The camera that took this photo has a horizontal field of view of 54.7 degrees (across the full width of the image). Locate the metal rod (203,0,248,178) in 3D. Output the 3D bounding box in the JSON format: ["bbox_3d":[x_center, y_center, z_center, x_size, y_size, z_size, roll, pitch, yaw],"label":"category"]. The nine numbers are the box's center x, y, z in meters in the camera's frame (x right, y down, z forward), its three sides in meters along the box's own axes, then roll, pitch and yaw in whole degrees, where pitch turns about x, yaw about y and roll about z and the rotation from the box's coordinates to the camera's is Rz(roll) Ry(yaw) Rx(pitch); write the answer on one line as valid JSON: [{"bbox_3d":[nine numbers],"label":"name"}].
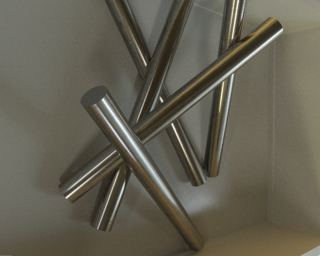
[{"bbox_3d":[0.083,-0.059,0.400,0.025,0.025,0.298,-26,131,-37],"label":"metal rod"}]

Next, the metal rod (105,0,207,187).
[{"bbox_3d":[-0.003,-0.048,0.406,0.025,0.025,0.299,-39,114,-33],"label":"metal rod"}]

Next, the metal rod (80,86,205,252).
[{"bbox_3d":[-0.001,0.071,0.358,0.025,0.025,0.299,-54,137,-26],"label":"metal rod"}]

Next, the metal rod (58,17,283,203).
[{"bbox_3d":[0.017,-0.024,0.344,0.301,0.025,0.025,-39,117,-6],"label":"metal rod"}]

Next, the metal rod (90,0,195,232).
[{"bbox_3d":[-0.017,-0.027,0.368,0.025,0.025,0.299,24,82,-38],"label":"metal rod"}]
